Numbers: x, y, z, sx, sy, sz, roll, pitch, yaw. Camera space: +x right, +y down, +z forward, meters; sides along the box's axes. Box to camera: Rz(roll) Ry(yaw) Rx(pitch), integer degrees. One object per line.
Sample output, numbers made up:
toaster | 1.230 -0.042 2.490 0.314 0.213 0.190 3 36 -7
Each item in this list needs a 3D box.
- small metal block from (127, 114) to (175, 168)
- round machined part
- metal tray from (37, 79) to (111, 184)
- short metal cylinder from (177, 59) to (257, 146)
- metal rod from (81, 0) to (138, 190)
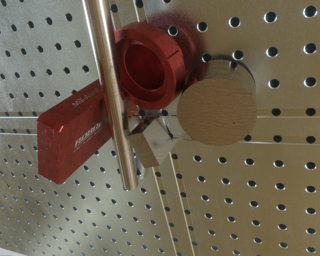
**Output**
small metal block | -0.011 0.017 0.410 0.025 0.050 0.050 -14 111 34
round machined part | -0.012 -0.072 0.351 0.098 0.042 0.097 25 138 25
metal tray | -0.096 -0.002 0.391 0.030 0.131 0.089 25 127 13
short metal cylinder | 0.063 -0.027 0.335 0.080 0.050 0.079 7 124 11
metal rod | -0.054 -0.018 0.385 0.025 0.025 0.298 16 138 19
